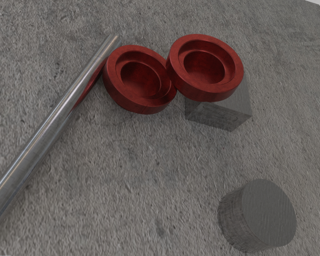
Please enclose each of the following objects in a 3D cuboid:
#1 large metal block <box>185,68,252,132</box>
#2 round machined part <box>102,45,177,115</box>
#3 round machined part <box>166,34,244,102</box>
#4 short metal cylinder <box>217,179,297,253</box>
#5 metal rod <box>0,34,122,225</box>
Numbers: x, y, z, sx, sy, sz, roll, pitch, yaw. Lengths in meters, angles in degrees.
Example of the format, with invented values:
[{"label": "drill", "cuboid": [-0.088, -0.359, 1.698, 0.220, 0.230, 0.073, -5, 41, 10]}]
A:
[{"label": "large metal block", "cuboid": [0.084, -0.049, 0.463, 0.081, 0.050, 0.080, 15, 56, -20]}, {"label": "round machined part", "cuboid": [-0.029, -0.059, 0.413, 0.099, 0.042, 0.098, 14, 56, -21]}, {"label": "round machined part", "cuboid": [0.055, -0.073, 0.406, 0.099, 0.042, 0.098, 7, 58, -11]}, {"label": "short metal cylinder", "cuboid": [0.119, 0.110, 0.385, 0.081, 0.050, 0.080, 14, 56, -21]}, {"label": "metal rod", "cuboid": [-0.112, -0.014, 0.351, 0.025, 0.025, 0.300, 30, 52, -9]}]
